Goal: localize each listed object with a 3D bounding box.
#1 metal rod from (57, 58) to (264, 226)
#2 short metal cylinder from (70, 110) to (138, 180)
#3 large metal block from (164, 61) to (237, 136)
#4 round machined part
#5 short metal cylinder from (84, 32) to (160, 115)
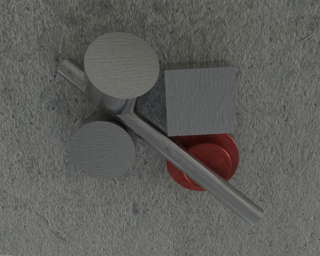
[{"bbox_3d":[0.000,0.016,0.381,0.300,0.025,0.025,38,106,0],"label":"metal rod"},{"bbox_3d":[-0.071,0.020,0.405,0.081,0.050,0.079,0,110,0],"label":"short metal cylinder"},{"bbox_3d":[0.047,-0.038,0.382,0.080,0.050,0.079,-3,110,1],"label":"large metal block"},{"bbox_3d":[0.058,0.044,0.418,0.099,0.042,0.097,0,110,0],"label":"round machined part"},{"bbox_3d":[-0.046,-0.061,0.355,0.081,0.050,0.080,4,72,-13],"label":"short metal cylinder"}]
